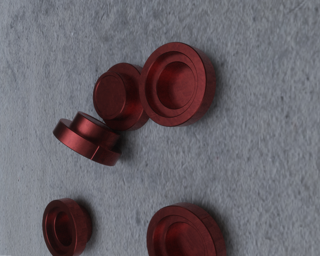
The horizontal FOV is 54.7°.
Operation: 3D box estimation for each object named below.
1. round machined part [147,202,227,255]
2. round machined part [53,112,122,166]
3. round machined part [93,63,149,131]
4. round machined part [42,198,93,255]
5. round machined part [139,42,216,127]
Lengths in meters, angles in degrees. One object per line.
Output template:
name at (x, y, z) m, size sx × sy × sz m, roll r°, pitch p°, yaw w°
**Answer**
round machined part at (0.034, 0.136, 0.364) m, size 0.098 × 0.042 × 0.097 m, roll 0°, pitch 90°, yaw 39°
round machined part at (-0.096, 0.011, 0.438) m, size 0.098 × 0.098 × 0.042 m, roll 32°, pitch 91°, yaw 35°
round machined part at (-0.058, -0.044, 0.439) m, size 0.098 × 0.042 × 0.097 m, roll 0°, pitch 90°, yaw 39°
round machined part at (-0.150, 0.165, 0.515) m, size 0.098 × 0.042 × 0.097 m, roll 0°, pitch 90°, yaw 39°
round machined part at (0.025, -0.050, 0.372) m, size 0.098 × 0.042 × 0.097 m, roll 0°, pitch 90°, yaw 39°
